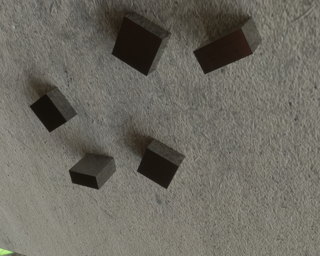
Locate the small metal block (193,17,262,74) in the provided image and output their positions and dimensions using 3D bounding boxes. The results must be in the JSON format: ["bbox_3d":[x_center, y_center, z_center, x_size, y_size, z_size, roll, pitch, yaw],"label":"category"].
[{"bbox_3d":[0.067,-0.081,0.305,0.050,0.050,0.025,-19,108,35],"label":"small metal block"}]

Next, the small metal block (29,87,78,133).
[{"bbox_3d":[-0.164,-0.027,0.476,0.050,0.025,0.050,-25,105,36],"label":"small metal block"}]

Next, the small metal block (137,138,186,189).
[{"bbox_3d":[0.001,0.051,0.438,0.050,0.025,0.050,30,128,9],"label":"small metal block"}]

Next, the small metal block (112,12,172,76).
[{"bbox_3d":[-0.022,-0.097,0.359,0.050,0.025,0.050,33,129,6],"label":"small metal block"}]

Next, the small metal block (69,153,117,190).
[{"bbox_3d":[-0.105,0.067,0.487,0.050,0.050,0.025,8,122,24],"label":"small metal block"}]
